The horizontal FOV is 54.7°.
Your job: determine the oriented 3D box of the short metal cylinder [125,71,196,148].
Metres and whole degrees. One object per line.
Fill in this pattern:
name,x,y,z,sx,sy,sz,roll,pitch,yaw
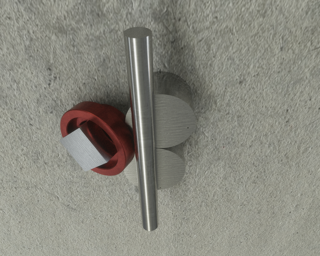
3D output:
short metal cylinder,0.001,-0.022,0.374,0.081,0.050,0.079,0,130,0

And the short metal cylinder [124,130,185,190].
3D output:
short metal cylinder,-0.007,0.040,0.426,0.081,0.050,0.079,0,129,0

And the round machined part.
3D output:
round machined part,-0.072,0.009,0.388,0.098,0.042,0.097,18,131,22

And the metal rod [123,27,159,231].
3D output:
metal rod,-0.017,0.030,0.369,0.025,0.025,0.298,-1,130,0

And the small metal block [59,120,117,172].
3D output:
small metal block,-0.085,0.021,0.372,0.050,0.025,0.050,-25,106,43
